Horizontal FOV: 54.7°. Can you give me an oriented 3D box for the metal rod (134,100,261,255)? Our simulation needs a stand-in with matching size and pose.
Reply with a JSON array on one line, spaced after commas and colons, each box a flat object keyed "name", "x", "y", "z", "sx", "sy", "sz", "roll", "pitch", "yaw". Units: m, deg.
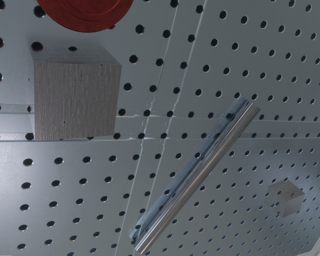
[{"name": "metal rod", "x": 0.054, "y": 0.083, "z": 0.492, "sx": 0.025, "sy": 0.025, "sz": 0.299, "roll": 29, "pitch": 102, "yaw": -38}]

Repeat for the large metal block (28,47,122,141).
[{"name": "large metal block", "x": -0.091, "y": -0.036, "z": 0.323, "sx": 0.081, "sy": 0.050, "sz": 0.079, "roll": -4, "pitch": 120, "yaw": -27}]

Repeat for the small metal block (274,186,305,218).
[{"name": "small metal block", "x": 0.276, "y": 0.158, "z": 0.661, "sx": 0.050, "sy": 0.025, "sz": 0.050, "roll": -14, "pitch": 125, "yaw": -21}]

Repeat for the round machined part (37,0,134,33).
[{"name": "round machined part", "x": -0.066, "y": -0.136, "z": 0.281, "sx": 0.099, "sy": 0.042, "sz": 0.097, "roll": -14, "pitch": 124, "yaw": -21}]
